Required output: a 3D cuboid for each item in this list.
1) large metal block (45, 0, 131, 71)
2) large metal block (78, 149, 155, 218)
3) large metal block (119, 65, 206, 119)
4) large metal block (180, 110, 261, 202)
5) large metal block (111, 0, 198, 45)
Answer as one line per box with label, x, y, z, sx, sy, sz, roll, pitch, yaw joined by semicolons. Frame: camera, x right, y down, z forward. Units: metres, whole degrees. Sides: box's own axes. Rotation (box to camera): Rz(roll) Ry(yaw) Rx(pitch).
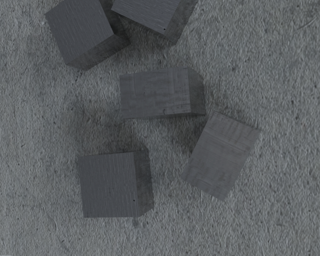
large metal block;-0.100;-0.138;0.431;0.080;0.050;0.080;-27;81;18
large metal block;-0.058;0.073;0.416;0.080;0.050;0.080;-7;88;20
large metal block;0.007;-0.039;0.377;0.080;0.080;0.050;-5;89;20
large metal block;0.073;0.028;0.354;0.050;0.080;0.080;27;99;18
large metal block;-0.002;-0.165;0.396;0.080;0.050;0.080;30;100;17
